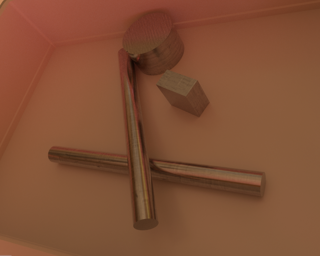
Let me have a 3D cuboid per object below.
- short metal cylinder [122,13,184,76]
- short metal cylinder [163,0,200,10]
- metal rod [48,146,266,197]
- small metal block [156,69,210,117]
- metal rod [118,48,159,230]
[{"bbox_3d":[-0.010,-0.127,0.471,0.080,0.050,0.080,-13,56,20],"label":"short metal cylinder"},{"bbox_3d":[0.035,-0.248,0.525,0.080,0.050,0.080,-13,56,20],"label":"short metal cylinder"},{"bbox_3d":[-0.026,0.048,0.388,0.300,0.025,0.025,4,64,29],"label":"metal rod"},{"bbox_3d":[0.030,-0.044,0.400,0.050,0.050,0.025,27,77,37],"label":"small metal block"},{"bbox_3d":[-0.035,-0.013,0.407,0.025,0.025,0.300,-24,46,13],"label":"metal rod"}]
